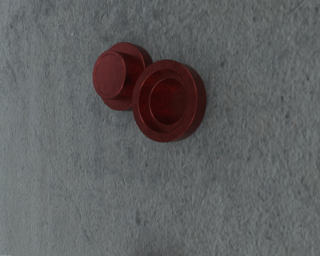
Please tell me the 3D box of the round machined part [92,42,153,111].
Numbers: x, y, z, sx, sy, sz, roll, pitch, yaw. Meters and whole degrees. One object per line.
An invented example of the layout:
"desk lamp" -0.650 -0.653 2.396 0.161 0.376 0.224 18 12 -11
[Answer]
"round machined part" -0.058 -0.073 0.440 0.098 0.042 0.097 0 90 39

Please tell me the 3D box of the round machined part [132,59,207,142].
"round machined part" 0.015 -0.032 0.380 0.098 0.042 0.097 0 90 39
